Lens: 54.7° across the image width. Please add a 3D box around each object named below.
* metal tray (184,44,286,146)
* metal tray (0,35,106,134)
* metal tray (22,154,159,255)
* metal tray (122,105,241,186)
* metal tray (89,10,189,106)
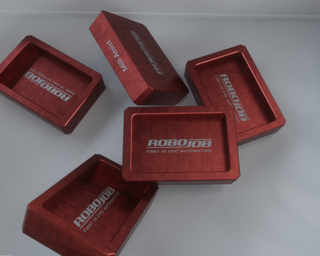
[{"bbox_3d":[0.098,-0.043,0.423,0.091,0.030,0.130,-19,71,-7],"label":"metal tray"},{"bbox_3d":[-0.154,-0.061,0.427,0.130,0.030,0.090,30,72,10],"label":"metal tray"},{"bbox_3d":[-0.065,0.082,0.330,0.090,0.131,0.030,26,114,9],"label":"metal tray"},{"bbox_3d":[0.023,0.021,0.368,0.131,0.030,0.090,-1,70,0],"label":"metal tray"},{"bbox_3d":[-0.026,-0.089,0.408,0.030,0.091,0.130,-42,70,30],"label":"metal tray"}]
